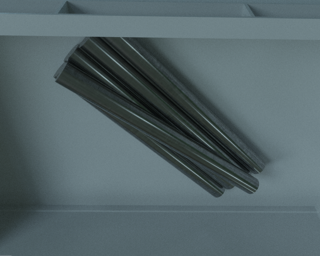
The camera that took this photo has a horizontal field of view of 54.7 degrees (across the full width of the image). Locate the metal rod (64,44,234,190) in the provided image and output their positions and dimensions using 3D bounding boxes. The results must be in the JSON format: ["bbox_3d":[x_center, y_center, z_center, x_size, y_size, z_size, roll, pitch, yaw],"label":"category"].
[{"bbox_3d":[0.006,0.001,0.408,0.025,0.025,0.301,-36,122,26],"label":"metal rod"}]

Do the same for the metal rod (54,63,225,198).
[{"bbox_3d":[-0.009,0.016,0.421,0.025,0.025,0.301,-36,122,26],"label":"metal rod"}]

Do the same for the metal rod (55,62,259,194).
[{"bbox_3d":[0.015,0.012,0.384,0.301,0.025,0.025,31,123,-24],"label":"metal rod"}]

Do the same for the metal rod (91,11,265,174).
[{"bbox_3d":[0.041,-0.026,0.385,0.025,0.025,0.301,-36,122,26],"label":"metal rod"}]

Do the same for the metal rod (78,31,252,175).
[{"bbox_3d":[0.025,-0.011,0.398,0.025,0.025,0.301,-36,122,26],"label":"metal rod"}]
